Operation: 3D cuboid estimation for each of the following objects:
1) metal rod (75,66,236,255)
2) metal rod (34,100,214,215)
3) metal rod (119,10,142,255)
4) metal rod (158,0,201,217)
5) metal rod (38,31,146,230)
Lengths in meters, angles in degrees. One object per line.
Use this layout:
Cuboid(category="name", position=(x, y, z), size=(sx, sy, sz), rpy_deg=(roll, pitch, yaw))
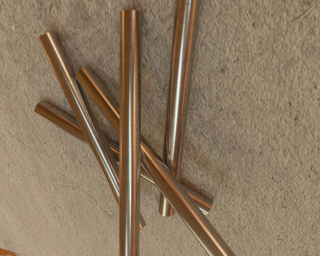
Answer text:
Cuboid(category="metal rod", position=(-0.012, 0.041, 0.386), size=(0.300, 0.025, 0.025), rpy_deg=(52, 130, 12))
Cuboid(category="metal rod", position=(-0.059, 0.041, 0.463), size=(0.301, 0.025, 0.025), rpy_deg=(30, 128, 9))
Cuboid(category="metal rod", position=(-0.035, 0.019, 0.365), size=(0.025, 0.025, 0.298), rpy_deg=(5, 98, 26))
Cuboid(category="metal rod", position=(0.020, -0.015, 0.369), size=(0.025, 0.025, 0.298), rpy_deg=(15, 119, 20))
Cuboid(category="metal rod", position=(-0.091, 0.012, 0.436), size=(0.025, 0.025, 0.299), rpy_deg=(-17, 102, 35))
